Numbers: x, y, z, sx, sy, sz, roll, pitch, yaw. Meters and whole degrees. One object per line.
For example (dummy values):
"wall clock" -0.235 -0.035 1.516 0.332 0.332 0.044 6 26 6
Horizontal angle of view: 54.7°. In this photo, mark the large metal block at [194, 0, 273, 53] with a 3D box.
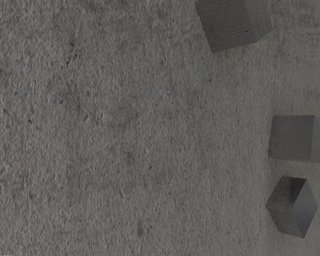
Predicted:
"large metal block" 0.109 -0.166 0.460 0.050 0.080 0.080 -39 114 -33

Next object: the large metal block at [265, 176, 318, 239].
"large metal block" 0.260 0.153 0.606 0.080 0.050 0.080 -47 118 -30

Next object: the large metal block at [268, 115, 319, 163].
"large metal block" 0.259 0.021 0.585 0.050 0.080 0.080 16 80 -39
